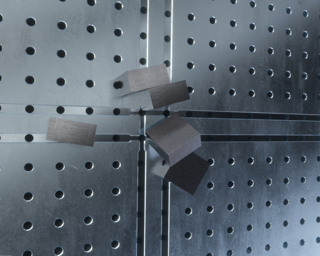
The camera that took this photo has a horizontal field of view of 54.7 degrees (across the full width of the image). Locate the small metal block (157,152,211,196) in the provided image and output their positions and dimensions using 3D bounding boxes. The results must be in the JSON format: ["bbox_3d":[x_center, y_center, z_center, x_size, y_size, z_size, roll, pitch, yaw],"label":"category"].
[{"bbox_3d":[0.033,0.057,0.426,0.050,0.025,0.050,34,79,-17],"label":"small metal block"}]

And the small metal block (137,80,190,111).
[{"bbox_3d":[0.003,-0.042,0.402,0.050,0.050,0.025,-17,96,-20],"label":"small metal block"}]

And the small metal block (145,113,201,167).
[{"bbox_3d":[0.018,0.014,0.405,0.050,0.050,0.025,-33,142,-17],"label":"small metal block"}]

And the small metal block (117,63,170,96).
[{"bbox_3d":[-0.022,-0.060,0.392,0.050,0.050,0.025,-15,95,-20],"label":"small metal block"}]

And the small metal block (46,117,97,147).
[{"bbox_3d":[-0.105,0.004,0.361,0.050,0.050,0.025,11,87,-20],"label":"small metal block"}]
